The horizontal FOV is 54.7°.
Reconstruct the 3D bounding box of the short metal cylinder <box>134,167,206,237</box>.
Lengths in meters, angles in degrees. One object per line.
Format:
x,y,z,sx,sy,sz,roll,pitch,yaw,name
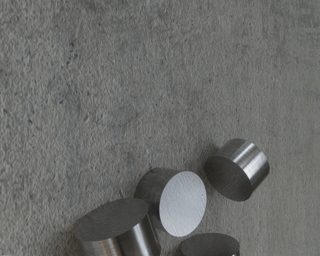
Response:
0.014,0.093,0.400,0.081,0.050,0.080,0,90,-40,short metal cylinder

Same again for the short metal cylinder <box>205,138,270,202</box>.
0.115,0.062,0.465,0.050,0.080,0.080,-36,112,-34,short metal cylinder

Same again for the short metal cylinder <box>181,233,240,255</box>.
0.071,0.187,0.429,0.081,0.080,0.050,-10,97,-40,short metal cylinder

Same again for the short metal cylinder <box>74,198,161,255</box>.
-0.044,0.118,0.332,0.081,0.080,0.050,-26,107,-37,short metal cylinder
